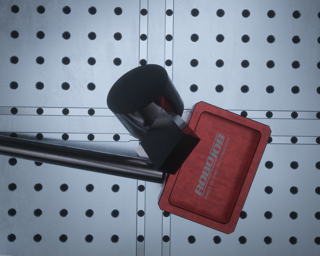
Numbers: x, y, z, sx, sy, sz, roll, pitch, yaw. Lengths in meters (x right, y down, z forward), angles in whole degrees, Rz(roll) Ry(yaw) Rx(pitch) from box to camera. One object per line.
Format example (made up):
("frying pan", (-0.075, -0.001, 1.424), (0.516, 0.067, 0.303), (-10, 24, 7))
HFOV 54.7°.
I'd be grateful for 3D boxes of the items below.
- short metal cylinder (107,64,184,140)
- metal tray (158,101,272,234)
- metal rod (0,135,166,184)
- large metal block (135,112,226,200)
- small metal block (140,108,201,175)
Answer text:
("short metal cylinder", (-0.017, -0.032, 0.379), (0.080, 0.080, 0.050), (-35, 133, 0))
("metal tray", (0.061, 0.044, 0.359), (0.090, 0.030, 0.129), (21, 90, 0))
("metal rod", (-0.142, 0.031, 0.382), (0.301, 0.025, 0.025), (8, 90, 11))
("large metal block", (0.025, 0.035, 0.400), (0.080, 0.050, 0.080), (-35, 90, 0))
("small metal block", (0.010, 0.015, 0.341), (0.025, 0.050, 0.050), (21, 111, -39))
